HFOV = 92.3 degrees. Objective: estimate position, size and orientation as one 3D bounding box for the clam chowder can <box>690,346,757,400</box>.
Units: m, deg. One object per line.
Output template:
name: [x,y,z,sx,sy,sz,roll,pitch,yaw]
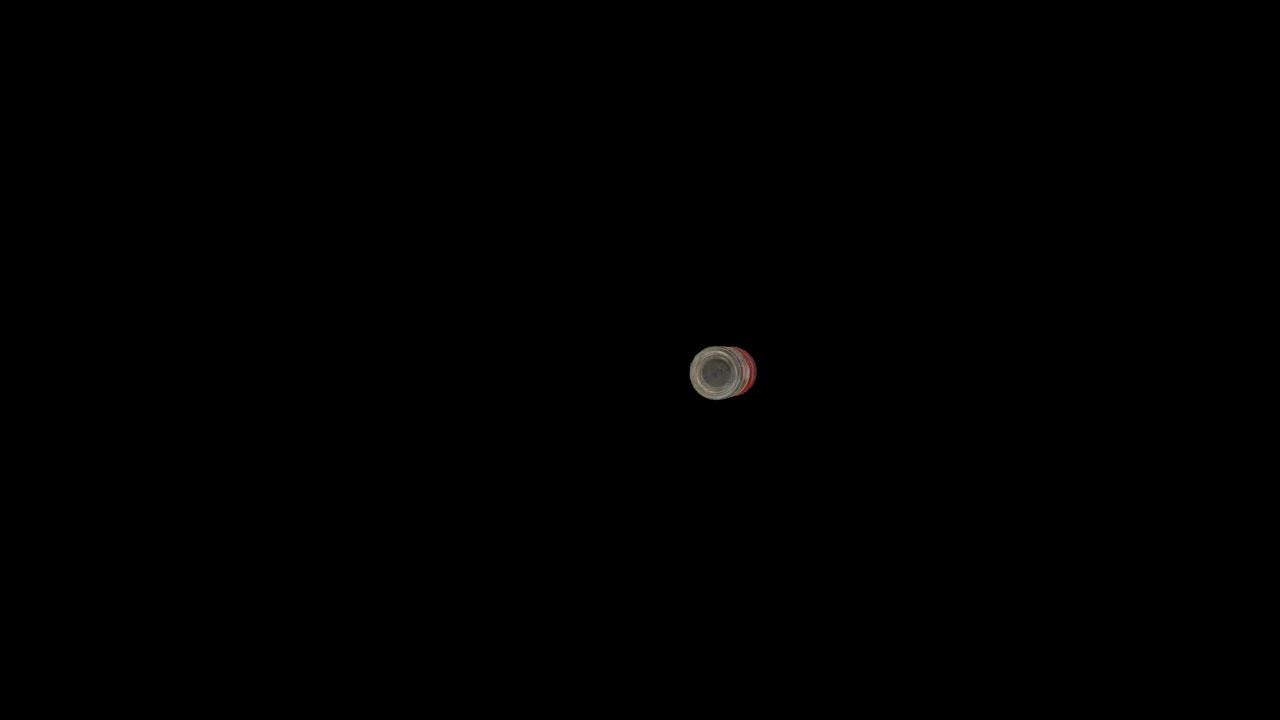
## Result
clam chowder can: [0.107,0.016,0.787,0.068,0.068,0.102,0,1,21]
